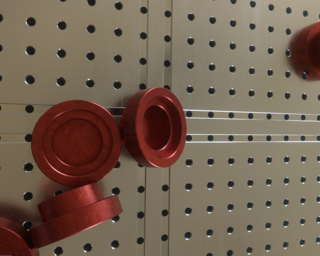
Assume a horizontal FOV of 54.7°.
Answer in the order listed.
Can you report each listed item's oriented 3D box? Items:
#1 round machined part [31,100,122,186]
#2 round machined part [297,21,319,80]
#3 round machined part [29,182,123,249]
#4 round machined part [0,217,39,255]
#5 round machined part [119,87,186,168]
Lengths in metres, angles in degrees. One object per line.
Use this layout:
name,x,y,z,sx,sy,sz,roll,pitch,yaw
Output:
round machined part,-0.098,0.017,0.366,0.099,0.042,0.097,0,89,-17
round machined part,0.279,-0.130,0.509,0.099,0.042,0.097,0,90,-21
round machined part,-0.094,0.091,0.342,0.099,0.098,0.042,-19,81,-19
round machined part,-0.180,0.141,0.330,0.099,0.042,0.097,-1,95,-8
round machined part,-0.012,0.000,0.385,0.099,0.042,0.097,6,82,-51
